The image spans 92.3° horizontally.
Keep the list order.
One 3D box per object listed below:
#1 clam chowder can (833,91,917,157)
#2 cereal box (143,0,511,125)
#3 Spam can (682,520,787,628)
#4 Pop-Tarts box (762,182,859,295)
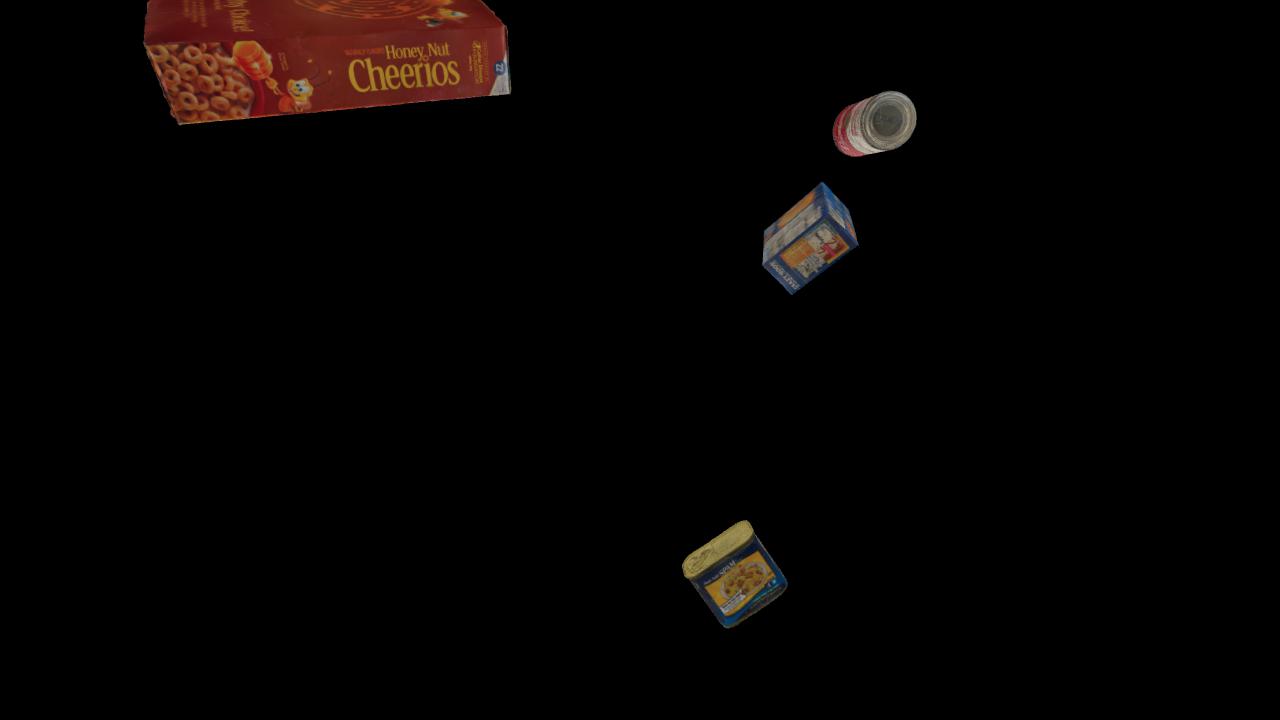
[{"bbox_3d":[0.289,-0.290,0.763,0.068,0.068,0.102,0,15,-2],"label":"clam chowder can"},{"bbox_3d":[-0.308,-0.328,0.628,0.306,0.081,0.203,-16,49,-23],"label":"cereal box"},{"bbox_3d":[0.117,0.263,0.754,0.101,0.085,0.058,-35,7,3],"label":"Spam can"},{"bbox_3d":[0.297,-0.217,1.090,0.141,0.083,0.167,-39,17,30],"label":"Pop-Tarts box"}]
